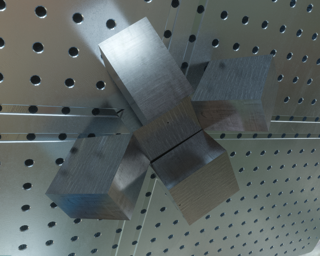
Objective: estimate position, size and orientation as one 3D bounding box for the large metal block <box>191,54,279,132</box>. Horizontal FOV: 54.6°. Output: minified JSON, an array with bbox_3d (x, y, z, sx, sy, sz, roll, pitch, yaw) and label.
[{"bbox_3d":[0.094,-0.042,0.380,0.080,0.080,0.050,-63,140,-36],"label":"large metal block"}]

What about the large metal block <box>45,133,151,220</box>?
[{"bbox_3d":[-0.067,0.055,0.353,0.080,0.080,0.050,-6,133,25],"label":"large metal block"}]

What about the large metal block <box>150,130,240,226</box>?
[{"bbox_3d":[0.046,0.063,0.392,0.080,0.050,0.080,-33,130,-8],"label":"large metal block"}]

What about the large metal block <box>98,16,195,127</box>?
[{"bbox_3d":[-0.015,-0.051,0.315,0.050,0.080,0.080,-33,90,-7],"label":"large metal block"}]

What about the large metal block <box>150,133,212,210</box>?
[{"bbox_3d":[0.034,0.057,0.447,0.080,0.050,0.080,-33,128,-8],"label":"large metal block"}]

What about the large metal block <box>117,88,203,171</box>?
[{"bbox_3d":[0.005,0.000,0.397,0.080,0.050,0.080,-33,129,-7],"label":"large metal block"}]
